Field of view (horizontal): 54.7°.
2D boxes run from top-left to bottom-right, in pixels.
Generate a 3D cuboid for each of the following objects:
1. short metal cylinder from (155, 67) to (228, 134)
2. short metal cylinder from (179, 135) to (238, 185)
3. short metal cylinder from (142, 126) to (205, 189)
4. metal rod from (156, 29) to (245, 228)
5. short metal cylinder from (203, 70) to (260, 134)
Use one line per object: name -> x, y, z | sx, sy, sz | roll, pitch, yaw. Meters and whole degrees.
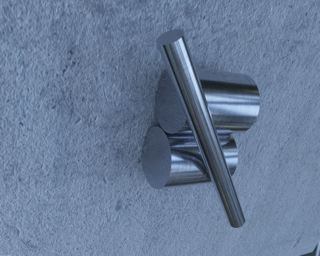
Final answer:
short metal cylinder -> 0.035, -0.033, 0.372 | 0.050, 0.080, 0.079 | 1, 118, -29
short metal cylinder -> 0.061, 0.037, 0.429 | 0.050, 0.080, 0.079 | 1, 118, -29
short metal cylinder -> 0.016, 0.038, 0.405 | 0.050, 0.080, 0.079 | 1, 118, -29
metal rod -> 0.060, 0.028, 0.355 | 0.025, 0.025, 0.299 | -32, 129, -8
short metal cylinder -> 0.079, -0.032, 0.396 | 0.050, 0.080, 0.079 | 1, 118, -29
